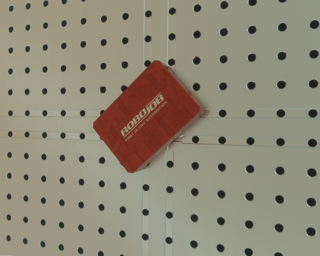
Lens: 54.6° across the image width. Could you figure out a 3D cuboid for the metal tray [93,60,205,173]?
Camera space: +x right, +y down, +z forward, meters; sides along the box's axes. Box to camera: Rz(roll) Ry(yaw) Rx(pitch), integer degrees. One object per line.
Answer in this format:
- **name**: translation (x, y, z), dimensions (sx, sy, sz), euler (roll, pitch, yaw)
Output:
- **metal tray**: translation (-0.017, -0.014, 0.416), dimensions (0.130, 0.030, 0.090), euler (-43, 77, 15)
